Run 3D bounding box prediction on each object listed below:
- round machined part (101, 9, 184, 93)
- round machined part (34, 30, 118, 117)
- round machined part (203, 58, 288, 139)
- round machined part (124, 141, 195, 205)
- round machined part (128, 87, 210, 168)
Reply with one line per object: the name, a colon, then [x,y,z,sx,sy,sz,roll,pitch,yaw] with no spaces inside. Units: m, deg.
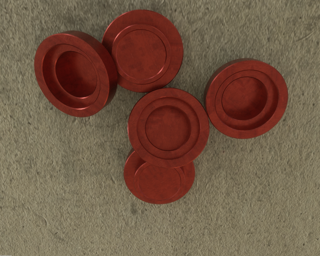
round machined part: [-0.021,-0.089,0.368,0.099,0.042,0.097,0,110,-1]
round machined part: [-0.094,-0.065,0.365,0.098,0.042,0.097,10,119,18]
round machined part: [0.104,-0.039,0.389,0.099,0.042,0.097,0,110,-1]
round machined part: [-0.001,0.064,0.425,0.099,0.042,0.097,0,110,-1]
round machined part: [0.010,0.000,0.391,0.099,0.042,0.097,0,87,-3]
